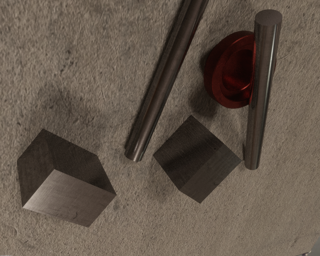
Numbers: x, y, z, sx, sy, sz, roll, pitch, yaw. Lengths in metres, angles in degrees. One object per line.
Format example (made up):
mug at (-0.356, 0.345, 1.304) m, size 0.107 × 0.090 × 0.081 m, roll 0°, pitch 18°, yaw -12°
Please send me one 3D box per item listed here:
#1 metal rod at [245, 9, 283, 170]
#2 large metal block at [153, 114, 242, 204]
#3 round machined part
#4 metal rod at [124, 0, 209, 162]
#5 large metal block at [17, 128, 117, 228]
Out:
metal rod at (0.131, -0.022, 0.416) m, size 0.025 × 0.025 × 0.299 m, roll -31°, pitch 145°, yaw -9°
large metal block at (0.049, 0.041, 0.425) m, size 0.080 × 0.080 × 0.050 m, roll -47°, pitch 130°, yaw 5°
round machined part at (0.098, -0.078, 0.404) m, size 0.099 × 0.042 × 0.097 m, roll -14°, pitch 124°, yaw -21°
metal rod at (0.020, -0.091, 0.362) m, size 0.025 × 0.025 × 0.298 m, roll 10°, pitch 113°, yaw -33°
large metal block at (-0.106, 0.056, 0.349) m, size 0.050 × 0.080 × 0.080 m, roll -50°, pitch 129°, yaw 7°
